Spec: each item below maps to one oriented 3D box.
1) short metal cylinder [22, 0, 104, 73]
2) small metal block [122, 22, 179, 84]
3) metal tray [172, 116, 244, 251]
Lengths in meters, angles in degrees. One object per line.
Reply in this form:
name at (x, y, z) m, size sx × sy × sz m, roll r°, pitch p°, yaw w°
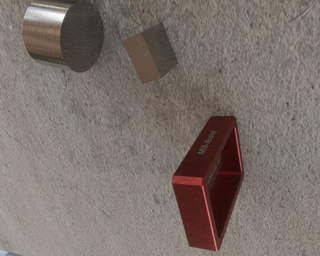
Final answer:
short metal cylinder at (-0.109, -0.109, 0.360) m, size 0.050 × 0.080 × 0.079 m, roll 15°, pitch 124°, yaw 19°
small metal block at (-0.009, -0.083, 0.343) m, size 0.025 × 0.050 × 0.050 m, roll -13°, pitch 112°, yaw 33°
metal tray at (0.060, 0.054, 0.340) m, size 0.030 × 0.131 × 0.089 m, roll -1°, pitch 118°, yaw 28°
